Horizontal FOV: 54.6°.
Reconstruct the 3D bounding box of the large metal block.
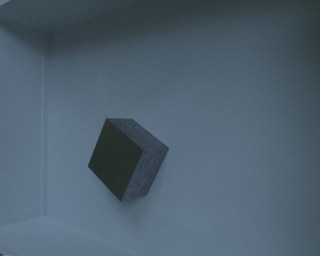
[{"bbox_3d":[-0.046,0.041,0.430,0.080,0.050,0.080,37,113,33],"label":"large metal block"}]
